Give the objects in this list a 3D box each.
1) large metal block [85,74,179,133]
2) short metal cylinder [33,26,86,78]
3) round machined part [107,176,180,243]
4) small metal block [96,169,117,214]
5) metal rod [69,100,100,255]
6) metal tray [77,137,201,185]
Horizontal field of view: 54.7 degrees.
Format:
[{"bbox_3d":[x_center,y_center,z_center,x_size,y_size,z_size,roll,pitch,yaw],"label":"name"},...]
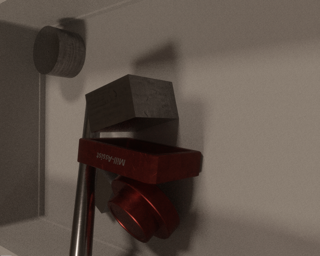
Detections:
[{"bbox_3d":[-0.035,-0.027,0.398,0.080,0.081,0.050,-17,80,38],"label":"large metal block"},{"bbox_3d":[-0.173,-0.128,0.530,0.080,0.050,0.079,0,90,39],"label":"short metal cylinder"},{"bbox_3d":[-0.027,0.102,0.384,0.098,0.042,0.097,33,147,25],"label":"round machined part"},{"bbox_3d":[-0.084,0.093,0.473,0.050,0.025,0.050,41,115,32],"label":"small metal block"},{"bbox_3d":[-0.095,0.076,0.400,0.025,0.025,0.300,-36,42,34],"label":"metal rod"},{"bbox_3d":[-0.027,0.036,0.384,0.130,0.091,0.030,9,95,39],"label":"metal tray"}]
